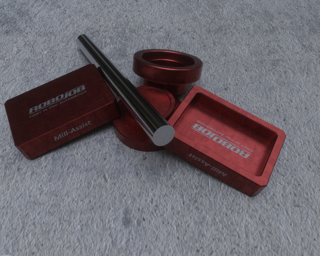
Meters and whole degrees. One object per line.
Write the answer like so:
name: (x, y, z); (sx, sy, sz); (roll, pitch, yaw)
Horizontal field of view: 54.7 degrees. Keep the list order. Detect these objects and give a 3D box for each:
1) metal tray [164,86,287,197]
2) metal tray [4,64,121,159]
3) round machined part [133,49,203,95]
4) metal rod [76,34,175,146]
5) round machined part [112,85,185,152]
metal tray: (0.076, 0.012, 0.378); (0.130, 0.030, 0.090); (30, 55, 10)
metal tray: (-0.129, -0.026, 0.408); (0.131, 0.030, 0.090); (-27, 52, -11)
round machined part: (0.010, -0.080, 0.447); (0.099, 0.042, 0.098); (6, 28, -3)
metal rod: (-0.063, -0.070, 0.420); (0.025, 0.025, 0.300); (-22, 40, -17)
round machined part: (-0.014, -0.020, 0.411); (0.099, 0.042, 0.098); (0, 50, 0)
